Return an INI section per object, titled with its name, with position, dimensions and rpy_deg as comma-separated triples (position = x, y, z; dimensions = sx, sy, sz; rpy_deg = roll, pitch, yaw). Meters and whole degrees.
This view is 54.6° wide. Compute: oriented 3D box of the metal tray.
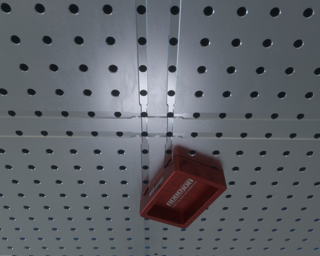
[metal tray]
position = 0.034, 0.108, 0.499
dimensions = 0.090, 0.030, 0.129
rpy_deg = 21, 127, -17
